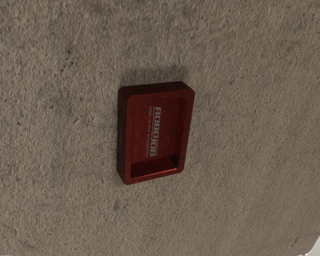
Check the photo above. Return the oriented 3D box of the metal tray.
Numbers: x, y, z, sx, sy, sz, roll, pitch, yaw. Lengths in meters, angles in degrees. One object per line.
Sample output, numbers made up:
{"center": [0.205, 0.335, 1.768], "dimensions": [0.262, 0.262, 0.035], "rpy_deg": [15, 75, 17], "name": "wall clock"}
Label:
{"center": [-0.008, 0.007, 0.405], "dimensions": [0.091, 0.030, 0.129], "rpy_deg": [-9, 123, -24], "name": "metal tray"}
